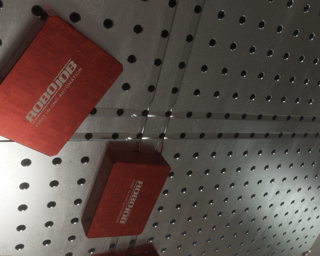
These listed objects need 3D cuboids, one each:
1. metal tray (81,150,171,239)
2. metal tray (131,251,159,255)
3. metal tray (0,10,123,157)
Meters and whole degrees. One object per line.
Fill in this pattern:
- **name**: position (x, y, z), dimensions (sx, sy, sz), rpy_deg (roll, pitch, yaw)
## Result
- **metal tray**: position (-0.049, 0.097, 0.442), dimensions (0.091, 0.030, 0.129), rpy_deg (9, 114, -33)
- **metal tray**: position (-0.065, 0.268, 0.540), dimensions (0.131, 0.030, 0.089), rpy_deg (0, 118, -29)
- **metal tray**: position (-0.113, -0.041, 0.321), dimensions (0.090, 0.030, 0.130), rpy_deg (34, 99, -39)
